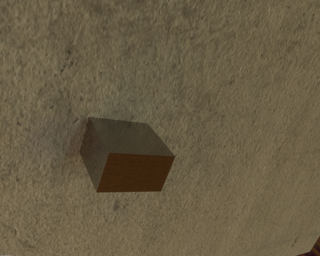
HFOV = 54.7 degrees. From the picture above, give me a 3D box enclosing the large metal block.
[{"bbox_3d":[-0.042,0.031,0.369,0.081,0.080,0.050,6,115,-32],"label":"large metal block"}]
